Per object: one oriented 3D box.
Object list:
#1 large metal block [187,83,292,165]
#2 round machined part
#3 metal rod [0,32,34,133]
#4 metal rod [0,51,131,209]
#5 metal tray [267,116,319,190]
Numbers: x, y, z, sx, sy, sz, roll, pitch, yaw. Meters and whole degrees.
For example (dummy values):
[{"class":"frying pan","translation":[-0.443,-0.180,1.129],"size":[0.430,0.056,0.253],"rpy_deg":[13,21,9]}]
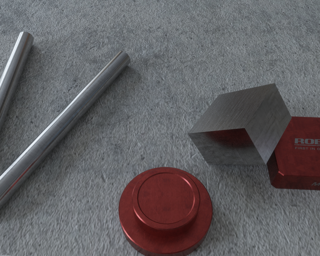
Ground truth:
[{"class":"large metal block","translation":[0.094,-0.003,0.365],"size":[0.080,0.050,0.080],"rpy_deg":[-7,33,50]},{"class":"round machined part","translation":[0.006,0.081,0.324],"size":[0.099,0.042,0.098],"rpy_deg":[0,50,0]},{"class":"metal rod","translation":[-0.221,-0.039,0.432],"size":[0.025,0.025,0.300],"rpy_deg":[-2,50,-2]},{"class":"metal rod","translation":[-0.124,-0.010,0.409],"size":[0.025,0.025,0.301],"rpy_deg":[21,53,16]},{"class":"metal tray","translation":[0.198,0.030,0.378],"size":[0.131,0.030,0.090],"rpy_deg":[2,50,1]}]
